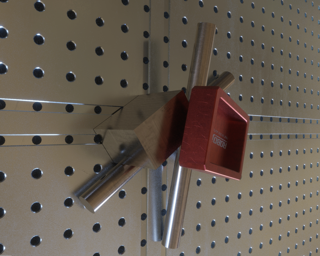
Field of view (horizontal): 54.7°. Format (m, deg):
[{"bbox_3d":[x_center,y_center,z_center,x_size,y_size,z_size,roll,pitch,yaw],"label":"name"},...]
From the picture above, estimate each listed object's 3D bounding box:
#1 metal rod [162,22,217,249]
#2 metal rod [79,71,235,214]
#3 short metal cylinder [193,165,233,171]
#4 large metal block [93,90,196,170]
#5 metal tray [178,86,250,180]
[{"bbox_3d":[0.038,0.013,0.413,0.025,0.025,0.298,5,96,-40],"label":"metal rod"},{"bbox_3d":[0.015,0.002,0.424,0.302,0.025,0.025,-41,115,-32],"label":"metal rod"},{"bbox_3d":[0.072,0.026,0.454,0.081,0.050,0.079,0,90,-40],"label":"short metal cylinder"},{"bbox_3d":[-0.015,0.000,0.361,0.080,0.080,0.050,-41,116,-32],"label":"large metal block"},{"bbox_3d":[0.072,0.012,0.376,0.130,0.030,0.090,25,74,-57],"label":"metal tray"}]
